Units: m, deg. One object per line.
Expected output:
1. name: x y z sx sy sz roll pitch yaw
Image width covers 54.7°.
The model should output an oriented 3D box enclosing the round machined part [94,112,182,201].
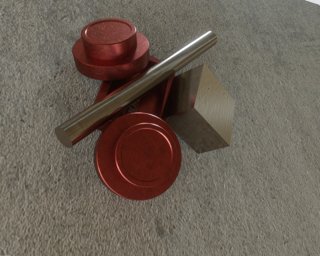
1. round machined part: -0.020 0.031 0.343 0.099 0.042 0.097 3 81 -21

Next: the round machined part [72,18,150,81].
1. round machined part: -0.064 -0.107 0.400 0.099 0.042 0.098 -1 45 1

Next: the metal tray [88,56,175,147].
1. metal tray: -0.033 -0.046 0.412 0.091 0.030 0.130 22 53 -15

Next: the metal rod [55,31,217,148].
1. metal rod: -0.008 -0.067 0.404 0.025 0.025 0.302 46 51 4

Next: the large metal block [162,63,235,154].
1. large metal block: 0.055 -0.024 0.415 0.080 0.050 0.080 43 46 -31
